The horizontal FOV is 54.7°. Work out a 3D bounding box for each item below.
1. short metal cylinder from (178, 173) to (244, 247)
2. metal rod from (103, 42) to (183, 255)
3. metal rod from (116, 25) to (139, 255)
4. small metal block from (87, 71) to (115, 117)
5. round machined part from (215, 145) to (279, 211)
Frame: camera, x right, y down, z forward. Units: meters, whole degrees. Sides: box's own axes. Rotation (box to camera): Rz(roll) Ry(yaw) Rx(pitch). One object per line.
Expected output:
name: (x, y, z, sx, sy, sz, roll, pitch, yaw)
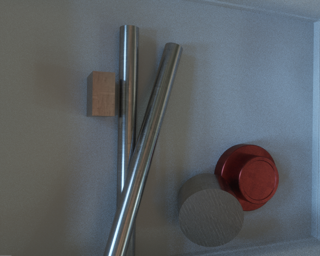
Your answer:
short metal cylinder: (0.064, 0.106, 0.407, 0.081, 0.050, 0.079, 0, 103, 1)
metal rod: (-0.020, 0.031, 0.381, 0.025, 0.025, 0.299, 21, 74, -19)
metal rod: (-0.042, 0.021, 0.395, 0.025, 0.025, 0.298, 1, 90, -20)
small metal block: (-0.072, -0.039, 0.371, 0.025, 0.050, 0.050, 1, 90, -20)
round machined part: (0.133, 0.073, 0.452, 0.099, 0.042, 0.097, 0, 90, -21)
